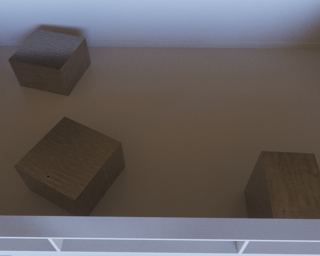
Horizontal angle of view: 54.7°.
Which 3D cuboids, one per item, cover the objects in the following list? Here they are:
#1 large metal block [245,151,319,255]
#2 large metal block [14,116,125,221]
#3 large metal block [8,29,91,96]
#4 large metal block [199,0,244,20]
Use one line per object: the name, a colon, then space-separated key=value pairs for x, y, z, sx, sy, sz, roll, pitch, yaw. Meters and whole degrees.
large metal block: x=0.121 y=0.079 z=0.303 sx=0.050 sy=0.080 sz=0.080 roll=3 pitch=50 yaw=2
large metal block: x=-0.097 y=0.044 z=0.351 sx=0.080 sy=0.050 sz=0.080 roll=23 pitch=54 yaw=18
large metal block: x=-0.164 y=-0.101 z=0.473 sx=0.080 sy=0.050 sz=0.080 roll=13 pitch=51 yaw=10
large metal block: x=0.124 y=-0.270 z=0.600 sx=0.080 sy=0.080 sz=0.050 roll=-37 pitch=59 yaw=-27
